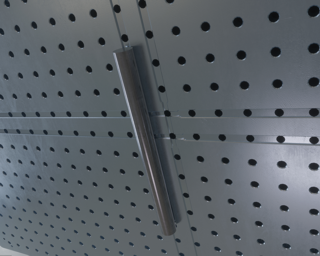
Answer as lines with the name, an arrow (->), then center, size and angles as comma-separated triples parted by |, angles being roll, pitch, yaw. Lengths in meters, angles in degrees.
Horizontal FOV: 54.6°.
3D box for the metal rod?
metal rod -> -0.015, 0.036, 0.441 | 0.025, 0.025, 0.298 | 2, 119, 27
